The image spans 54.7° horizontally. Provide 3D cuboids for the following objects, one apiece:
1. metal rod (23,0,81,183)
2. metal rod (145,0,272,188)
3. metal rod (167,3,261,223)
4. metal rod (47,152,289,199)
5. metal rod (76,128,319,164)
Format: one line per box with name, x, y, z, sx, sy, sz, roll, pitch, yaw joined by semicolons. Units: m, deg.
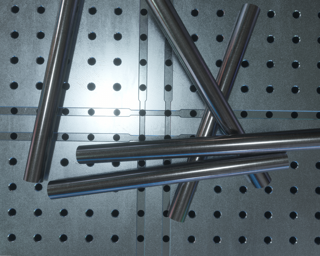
metal rod;-0.138;-0.077;0.411;0.025;0.025;0.298;12;90;-1
metal rod;0.058;-0.050;0.380;0.025;0.025;0.299;-33;103;0
metal rod;0.072;-0.020;0.414;0.025;0.025;0.299;20;90;-1
metal rod;0.004;0.060;0.393;0.301;0.025;0.025;-9;90;7
metal rod;0.041;0.024;0.383;0.301;0.025;0.025;-5;90;11
